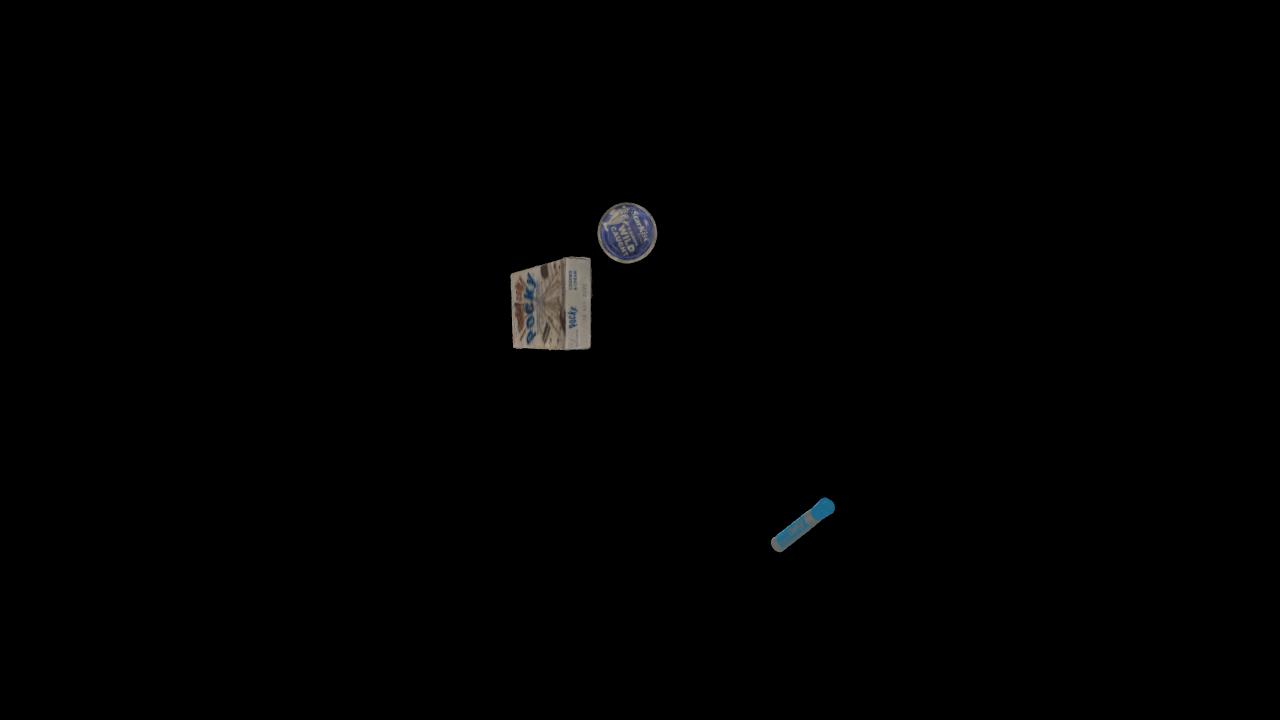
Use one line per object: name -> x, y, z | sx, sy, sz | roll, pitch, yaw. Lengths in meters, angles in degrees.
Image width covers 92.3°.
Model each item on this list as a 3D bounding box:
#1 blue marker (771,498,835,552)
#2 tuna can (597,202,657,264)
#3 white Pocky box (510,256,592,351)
blue marker -> 0.186, 0.190, 0.704 | 0.020, 0.020, 0.121 | 0, -36, -22
tuna can -> -0.018, -0.180, 0.875 | 0.084, 0.084, 0.034 | 0, 10, -3
white Pocky box -> -0.090, -0.052, 0.603 | 0.028, 0.084, 0.154 | -2, 3, -30
